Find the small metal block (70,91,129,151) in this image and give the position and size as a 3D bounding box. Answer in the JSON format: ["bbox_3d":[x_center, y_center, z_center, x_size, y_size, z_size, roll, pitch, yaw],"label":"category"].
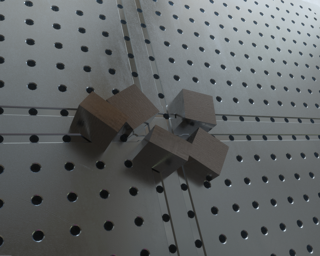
[{"bbox_3d":[-0.071,-0.007,0.358,0.050,0.050,0.025,36,51,-4],"label":"small metal block"}]

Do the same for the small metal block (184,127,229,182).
[{"bbox_3d":[0.060,0.035,0.418,0.050,0.025,0.050,34,51,-6],"label":"small metal block"}]

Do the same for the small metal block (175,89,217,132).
[{"bbox_3d":[0.051,-0.025,0.450,0.050,0.025,0.050,11,57,-22],"label":"small metal block"}]

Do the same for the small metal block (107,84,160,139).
[{"bbox_3d":[-0.038,-0.022,0.401,0.050,0.025,0.050,48,51,6],"label":"small metal block"}]

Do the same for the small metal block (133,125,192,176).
[{"bbox_3d":[0.003,0.028,0.376,0.050,0.050,0.025,28,52,-11],"label":"small metal block"}]
